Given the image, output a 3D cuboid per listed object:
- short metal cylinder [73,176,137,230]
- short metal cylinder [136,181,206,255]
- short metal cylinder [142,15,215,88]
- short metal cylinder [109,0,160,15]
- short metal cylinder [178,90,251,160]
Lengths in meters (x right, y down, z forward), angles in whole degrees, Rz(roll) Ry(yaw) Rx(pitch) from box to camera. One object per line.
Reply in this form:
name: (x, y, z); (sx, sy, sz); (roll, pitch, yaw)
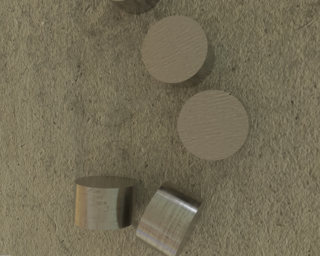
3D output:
short metal cylinder: (-0.072, 0.095, 0.405); (0.080, 0.080, 0.050); (4, 91, 20)
short metal cylinder: (0.014, 0.111, 0.375); (0.050, 0.080, 0.080); (26, 99, 18)
short metal cylinder: (0.025, -0.093, 0.387); (0.080, 0.050, 0.080); (0, 90, 20)
short metal cylinder: (-0.039, -0.198, 0.409); (0.080, 0.050, 0.080); (0, 90, 20)
short metal cylinder: (0.067, -0.003, 0.372); (0.080, 0.050, 0.080); (0, 90, 20)
